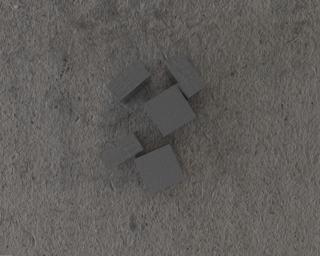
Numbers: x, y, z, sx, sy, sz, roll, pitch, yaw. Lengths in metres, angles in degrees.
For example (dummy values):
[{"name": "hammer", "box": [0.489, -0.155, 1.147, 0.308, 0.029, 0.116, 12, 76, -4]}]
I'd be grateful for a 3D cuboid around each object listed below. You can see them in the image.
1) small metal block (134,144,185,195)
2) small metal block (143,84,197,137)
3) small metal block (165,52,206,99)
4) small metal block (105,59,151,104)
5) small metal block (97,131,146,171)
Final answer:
[{"name": "small metal block", "box": [-0.001, 0.053, 0.410, 0.050, 0.025, 0.050, -24, 90, 0]}, {"name": "small metal block", "box": [0.013, -0.023, 0.410, 0.050, 0.025, 0.050, -32, 90, 0]}, {"name": "small metal block", "box": [0.031, -0.064, 0.398, 0.025, 0.050, 0.050, -36, 90, 0]}, {"name": "small metal block", "box": [-0.038, -0.057, 0.397, 0.050, 0.050, 0.025, -41, 90, 0]}, {"name": "small metal block", "box": [-0.048, 0.028, 0.397, 0.050, 0.050, 0.025, -32, 90, 0]}]
